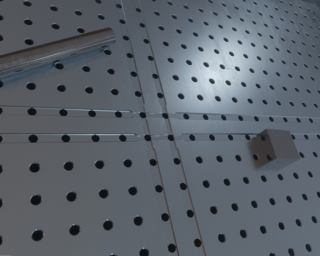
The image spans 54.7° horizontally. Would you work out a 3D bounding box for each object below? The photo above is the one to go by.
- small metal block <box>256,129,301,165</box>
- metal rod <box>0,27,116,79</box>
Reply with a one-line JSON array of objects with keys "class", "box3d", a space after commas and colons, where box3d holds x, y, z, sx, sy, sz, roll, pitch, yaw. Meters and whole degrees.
[{"class": "small metal block", "box3d": [0.186, 0.030, 0.490, 0.050, 0.025, 0.050, 5, 60, -26]}, {"class": "metal rod", "box3d": [-0.175, -0.073, 0.358, 0.302, 0.025, 0.025, -31, 79, -38]}]
